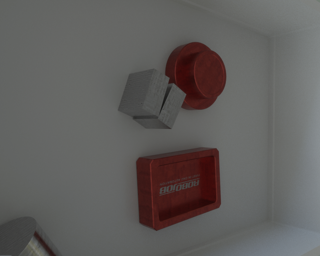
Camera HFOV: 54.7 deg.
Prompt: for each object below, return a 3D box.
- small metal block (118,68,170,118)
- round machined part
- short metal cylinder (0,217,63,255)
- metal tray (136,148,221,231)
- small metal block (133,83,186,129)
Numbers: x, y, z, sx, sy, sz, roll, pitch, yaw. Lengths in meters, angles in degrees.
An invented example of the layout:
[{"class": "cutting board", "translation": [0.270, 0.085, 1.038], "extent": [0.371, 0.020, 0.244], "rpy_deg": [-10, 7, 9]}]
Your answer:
[{"class": "small metal block", "translation": [-0.020, -0.041, 0.375], "extent": [0.025, 0.050, 0.050], "rpy_deg": [26, 74, -38]}, {"class": "round machined part", "translation": [0.058, -0.075, 0.447], "extent": [0.099, 0.042, 0.097], "rpy_deg": [0, 90, -40]}, {"class": "short metal cylinder", "translation": [-0.129, 0.123, 0.264], "extent": [0.080, 0.080, 0.050], "rpy_deg": [-40, 115, -33]}, {"class": "metal tray", "translation": [0.030, 0.079, 0.431], "extent": [0.131, 0.030, 0.089], "rpy_deg": [-5, 94, -40]}, {"class": "small metal block", "translation": [-0.001, -0.027, 0.391], "extent": [0.025, 0.050, 0.050], "rpy_deg": [37, 67, -35]}]
